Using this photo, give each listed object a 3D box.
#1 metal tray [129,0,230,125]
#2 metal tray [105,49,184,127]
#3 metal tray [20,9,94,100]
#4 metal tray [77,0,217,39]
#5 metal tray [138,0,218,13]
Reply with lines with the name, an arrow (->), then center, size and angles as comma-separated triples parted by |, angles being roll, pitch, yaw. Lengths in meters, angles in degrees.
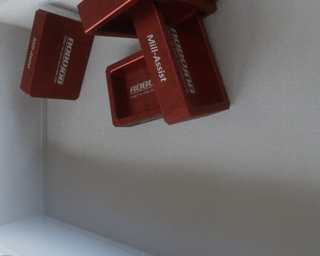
metal tray -> 0.024, -0.074, 0.332 | 0.030, 0.091, 0.129 | -20, 86, 38
metal tray -> -0.015, -0.057, 0.415 | 0.130, 0.030, 0.090 | -14, 81, 39
metal tray -> -0.163, -0.112, 0.499 | 0.030, 0.091, 0.129 | 30, 109, 36
metal tray -> -0.010, -0.130, 0.337 | 0.090, 0.131, 0.030 | -16, 89, 41
metal tray -> 0.004, -0.166, 0.335 | 0.090, 0.131, 0.030 | 1, 91, 40
